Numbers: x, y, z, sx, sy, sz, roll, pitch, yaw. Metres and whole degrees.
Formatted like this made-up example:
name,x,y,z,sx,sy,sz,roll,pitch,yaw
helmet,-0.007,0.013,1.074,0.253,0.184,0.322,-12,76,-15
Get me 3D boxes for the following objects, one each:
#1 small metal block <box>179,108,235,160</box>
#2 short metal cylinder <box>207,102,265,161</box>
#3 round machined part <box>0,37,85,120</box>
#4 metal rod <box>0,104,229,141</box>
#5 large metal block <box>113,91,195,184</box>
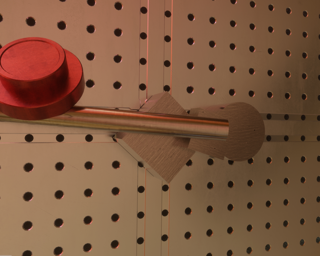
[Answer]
name,x,y,z,sx,sy,sz,roll,pitch,yaw
small metal block,0.058,0.007,0.380,0.050,0.025,0.050,20,83,-19
short metal cylinder,0.099,0.005,0.437,0.081,0.050,0.079,0,90,-21
round machined part,-0.132,-0.059,0.327,0.099,0.042,0.098,3,52,-4
metal rod,-0.076,-0.011,0.339,0.302,0.025,0.025,5,88,-4
large metal block,0.001,0.011,0.398,0.080,0.050,0.080,46,76,-15
